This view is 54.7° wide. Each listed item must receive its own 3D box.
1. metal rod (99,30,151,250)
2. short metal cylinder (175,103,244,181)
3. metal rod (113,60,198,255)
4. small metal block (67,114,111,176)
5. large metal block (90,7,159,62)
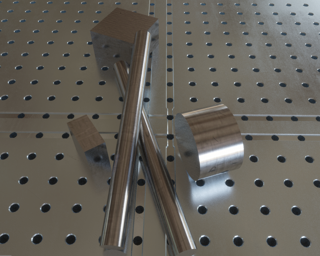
[{"bbox_3d":[-0.036,-0.009,0.385,0.025,0.025,0.300,3,59,3],"label":"metal rod"},{"bbox_3d":[0.054,0.016,0.359,0.050,0.080,0.080,-14,52,-11],"label":"short metal cylinder"},{"bbox_3d":[-0.018,0.014,0.395,0.025,0.025,0.300,-13,51,-11],"label":"metal rod"},{"bbox_3d":[-0.085,0.021,0.373,0.025,0.050,0.050,-27,55,-20],"label":"small metal block"},{"bbox_3d":[-0.056,-0.151,0.518,0.080,0.050,0.080,21,53,16],"label":"large metal block"}]
